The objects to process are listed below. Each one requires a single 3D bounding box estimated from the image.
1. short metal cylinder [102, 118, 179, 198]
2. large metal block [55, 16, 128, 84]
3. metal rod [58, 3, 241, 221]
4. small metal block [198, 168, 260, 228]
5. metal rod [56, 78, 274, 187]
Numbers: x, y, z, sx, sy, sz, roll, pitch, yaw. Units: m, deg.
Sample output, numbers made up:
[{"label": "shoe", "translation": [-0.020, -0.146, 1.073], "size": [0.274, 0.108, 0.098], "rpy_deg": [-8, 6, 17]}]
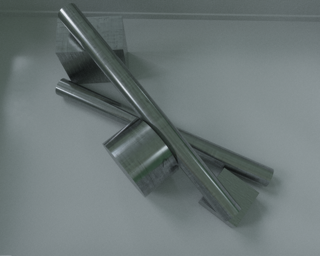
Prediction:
[{"label": "short metal cylinder", "translation": [-0.023, 0.034, 0.365], "size": [0.050, 0.080, 0.080], "rpy_deg": [-38, 75, -13]}, {"label": "large metal block", "translation": [-0.086, -0.102, 0.416], "size": [0.081, 0.080, 0.050], "rpy_deg": [-3, 70, -2]}, {"label": "metal rod", "translation": [-0.014, -0.020, 0.354], "size": [0.025, 0.025, 0.300], "rpy_deg": [-39, 87, -13]}, {"label": "small metal block", "translation": [0.083, 0.085, 0.378], "size": [0.050, 0.025, 0.050], "rpy_deg": [36, 74, 12]}, {"label": "metal rod", "translation": [0.000, 0.003, 0.407], "size": [0.301, 0.025, 0.025], "rpy_deg": [24, 72, 8]}]
